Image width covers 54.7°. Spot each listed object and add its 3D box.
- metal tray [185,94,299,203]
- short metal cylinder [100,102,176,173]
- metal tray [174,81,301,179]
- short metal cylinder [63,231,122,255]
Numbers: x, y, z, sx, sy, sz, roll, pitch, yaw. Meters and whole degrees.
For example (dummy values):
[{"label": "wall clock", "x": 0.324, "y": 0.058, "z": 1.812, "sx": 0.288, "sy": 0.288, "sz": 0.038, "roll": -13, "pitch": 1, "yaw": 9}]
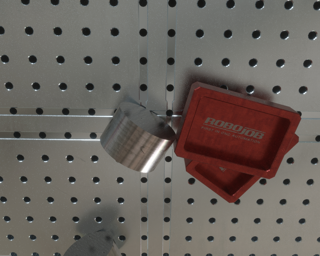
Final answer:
[{"label": "metal tray", "x": 0.108, "y": 0.030, "z": 0.422, "sx": 0.090, "sy": 0.030, "sz": 0.130, "roll": 38, "pitch": 106, "yaw": -13}, {"label": "short metal cylinder", "x": -0.027, "y": 0.010, "z": 0.388, "sx": 0.080, "sy": 0.080, "sz": 0.050, "roll": 30, "pitch": 108, "yaw": -11}, {"label": "metal tray", "x": 0.091, "y": 0.004, "z": 0.380, "sx": 0.131, "sy": 0.030, "sz": 0.089, "roll": 14, "pitch": 109, "yaw": -6}, {"label": "short metal cylinder", "x": -0.097, "y": 0.200, "z": 0.457, "sx": 0.080, "sy": 0.080, "sz": 0.050, "roll": -18, "pitch": 109, "yaw": 6}]
